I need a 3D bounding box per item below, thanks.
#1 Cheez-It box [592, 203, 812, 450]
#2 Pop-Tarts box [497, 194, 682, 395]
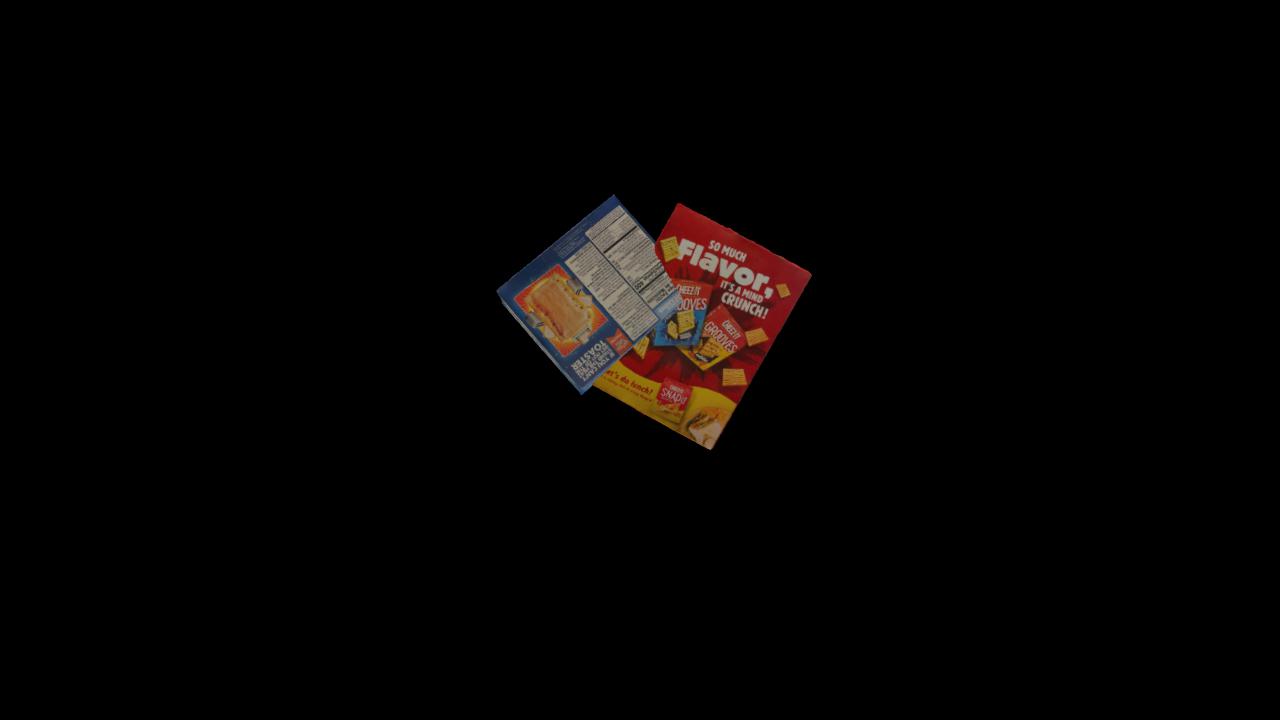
[{"bbox_3d":[0.061,-0.037,0.689,0.166,0.223,0.071,29,5,4],"label":"Cheez-It box"},{"bbox_3d":[-0.048,-0.069,0.688,0.167,0.141,0.083,-41,-2,-8],"label":"Pop-Tarts box"}]
